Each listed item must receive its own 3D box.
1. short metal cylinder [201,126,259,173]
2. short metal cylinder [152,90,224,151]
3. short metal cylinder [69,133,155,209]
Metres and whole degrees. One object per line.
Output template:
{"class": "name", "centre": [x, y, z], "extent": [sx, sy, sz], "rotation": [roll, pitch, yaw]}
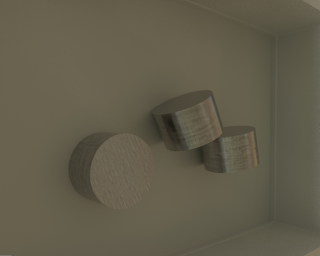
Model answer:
{"class": "short metal cylinder", "centre": [0.102, 0.029, 0.456], "extent": [0.081, 0.080, 0.050], "rotation": [-16, 101, -39]}
{"class": "short metal cylinder", "centre": [0.036, -0.011, 0.401], "extent": [0.081, 0.080, 0.050], "rotation": [-32, 110, -35]}
{"class": "short metal cylinder", "centre": [-0.053, 0.045, 0.346], "extent": [0.081, 0.050, 0.080], "rotation": [0, 90, -40]}
